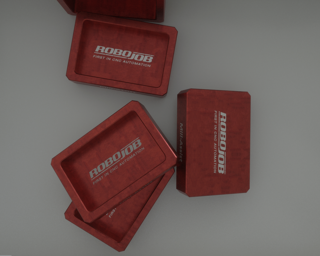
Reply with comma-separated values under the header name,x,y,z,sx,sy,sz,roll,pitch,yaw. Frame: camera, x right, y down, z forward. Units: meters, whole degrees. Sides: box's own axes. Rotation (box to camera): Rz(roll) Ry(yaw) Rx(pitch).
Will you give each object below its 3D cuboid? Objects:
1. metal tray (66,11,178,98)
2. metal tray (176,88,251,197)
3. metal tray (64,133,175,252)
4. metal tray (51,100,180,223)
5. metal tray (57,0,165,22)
name,x,y,z,sx,sy,sz,roll,pitch,yaw
metal tray,-0.048,-0.095,0.408,0.131,0.030,0.089,10,90,0
metal tray,0.069,0.018,0.394,0.091,0.030,0.129,1,90,-20
metal tray,-0.051,0.082,0.408,0.090,0.030,0.130,32,90,0
metal tray,-0.053,0.040,0.372,0.130,0.030,0.090,-36,78,5
metal tray,-0.058,-0.163,0.378,0.131,0.090,0.030,5,90,0
